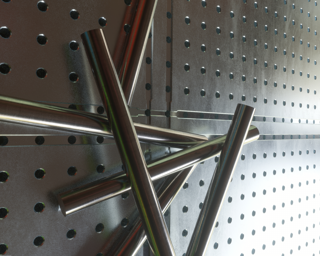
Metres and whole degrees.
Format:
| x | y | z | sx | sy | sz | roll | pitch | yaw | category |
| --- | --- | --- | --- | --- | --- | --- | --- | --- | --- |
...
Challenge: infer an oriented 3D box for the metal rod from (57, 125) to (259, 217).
| x | y | z | sx | sy | sz | roll | pitch | yaw | category |
| --- | --- | --- | --- | --- | --- | --- | --- | --- | --- |
| 0.021 | 0.044 | 0.402 | 0.302 | 0.025 | 0.025 | -17 | 101 | -32 | metal rod |

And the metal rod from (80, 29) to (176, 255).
| x | y | z | sx | sy | sz | roll | pitch | yaw | category |
| --- | --- | --- | --- | --- | --- | --- | --- | --- | --- |
| -0.028 | 0.041 | 0.342 | 0.025 | 0.025 | 0.299 | -21 | 96 | -38 | metal rod |

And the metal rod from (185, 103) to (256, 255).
| x | y | z | sx | sy | sz | roll | pitch | yaw | category |
| --- | --- | --- | --- | --- | --- | --- | --- | --- | --- |
| 0.069 | 0.112 | 0.423 | 0.025 | 0.025 | 0.299 | 17 | 92 | -39 | metal rod |

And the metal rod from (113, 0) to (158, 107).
| x | y | z | sx | sy | sz | roll | pitch | yaw | category |
| --- | --- | --- | --- | --- | --- | --- | --- | --- | --- |
| -0.014 | -0.171 | 0.396 | 0.025 | 0.025 | 0.299 | 22 | 76 | -38 | metal rod |

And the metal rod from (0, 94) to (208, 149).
| x | y | z | sx | sy | sz | roll | pitch | yaw | category |
| --- | --- | --- | --- | --- | --- | --- | --- | --- | --- |
| -0.052 | 0.000 | 0.364 | 0.302 | 0.025 | 0.025 | 11 | 83 | -39 | metal rod |

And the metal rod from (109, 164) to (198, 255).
| x | y | z | sx | sy | sz | roll | pitch | yaw | category |
| --- | --- | --- | --- | --- | --- | --- | --- | --- | --- |
| -0.039 | 0.146 | 0.375 | 0.301 | 0.025 | 0.025 | -51 | 120 | -28 | metal rod |
